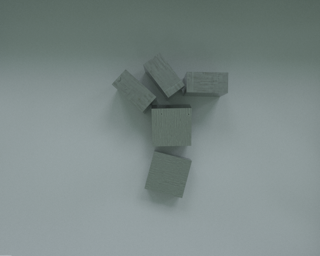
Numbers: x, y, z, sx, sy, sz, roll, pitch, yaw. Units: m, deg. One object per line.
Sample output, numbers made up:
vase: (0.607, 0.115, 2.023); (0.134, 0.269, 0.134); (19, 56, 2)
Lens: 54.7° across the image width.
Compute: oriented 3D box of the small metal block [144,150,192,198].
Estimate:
small metal block: (0.011, 0.060, 0.411); (0.050, 0.025, 0.050); (15, 90, 0)

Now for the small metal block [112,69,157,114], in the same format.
small metal block: (-0.031, -0.045, 0.398); (0.050, 0.050, 0.025); (42, 90, 0)

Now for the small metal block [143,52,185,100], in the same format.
small metal block: (0.005, -0.064, 0.399); (0.025, 0.050, 0.050); (-37, 90, 0)

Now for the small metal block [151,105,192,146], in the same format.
small metal block: (0.015, -0.004, 0.406); (0.050, 0.025, 0.050); (-1, 105, -1)

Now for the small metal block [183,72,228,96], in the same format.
small metal block: (0.057, -0.055, 0.399); (0.050, 0.050, 0.025); (1, 90, 0)
